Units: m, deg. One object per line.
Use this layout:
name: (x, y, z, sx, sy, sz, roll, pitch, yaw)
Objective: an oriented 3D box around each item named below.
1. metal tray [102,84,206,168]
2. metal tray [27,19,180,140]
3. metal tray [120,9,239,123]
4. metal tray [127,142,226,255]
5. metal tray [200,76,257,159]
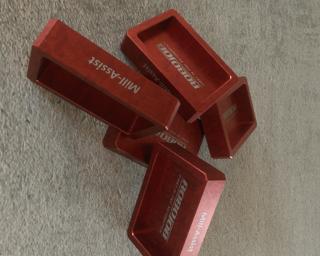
metal tray: (-0.001, 0.008, 0.404, 0.130, 0.030, 0.090, 32, 70, -36)
metal tray: (-0.057, -0.037, 0.297, 0.130, 0.090, 0.030, 32, 69, -18)
metal tray: (0.026, -0.081, 0.388, 0.130, 0.030, 0.091, 48, 56, 4)
metal tray: (0.013, 0.091, 0.352, 0.030, 0.090, 0.129, 7, 106, -40)
metal tray: (0.107, -0.020, 0.474, 0.131, 0.030, 0.089, -35, 112, -50)
